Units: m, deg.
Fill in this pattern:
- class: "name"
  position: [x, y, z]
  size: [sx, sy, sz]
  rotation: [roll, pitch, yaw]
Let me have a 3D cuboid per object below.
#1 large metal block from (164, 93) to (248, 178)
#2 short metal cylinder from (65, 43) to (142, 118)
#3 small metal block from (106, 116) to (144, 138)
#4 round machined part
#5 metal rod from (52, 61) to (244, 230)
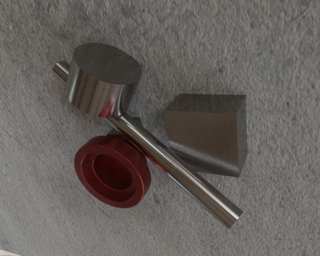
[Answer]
- class: "large metal block"
  position: [0.057, 0.006, 0.365]
  size: [0.080, 0.050, 0.079]
  rotation: [4, 121, 25]
- class: "short metal cylinder"
  position: [-0.068, -0.058, 0.371]
  size: [0.080, 0.080, 0.050]
  rotation: [33, 128, 6]
- class: "small metal block"
  position: [-0.042, 0.018, 0.425]
  size: [0.025, 0.050, 0.050]
  rotation: [-2, 118, 29]
- class: "round machined part"
  position: [-0.055, 0.050, 0.392]
  size: [0.098, 0.042, 0.097]
  rotation: [13, 125, 20]
- class: "metal rod"
  position: [-0.028, 0.008, 0.379]
  size: [0.300, 0.025, 0.025]
  rotation: [40, 130, 19]
